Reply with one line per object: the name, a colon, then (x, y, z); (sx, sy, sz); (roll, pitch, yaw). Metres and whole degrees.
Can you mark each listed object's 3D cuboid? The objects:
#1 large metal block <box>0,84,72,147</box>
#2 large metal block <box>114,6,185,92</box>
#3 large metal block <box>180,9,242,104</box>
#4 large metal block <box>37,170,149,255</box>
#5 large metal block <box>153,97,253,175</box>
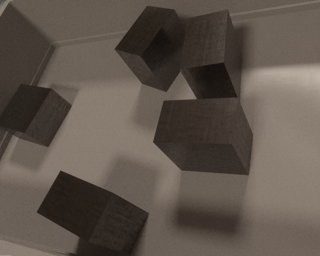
large metal block: (-0.207, -0.022, 0.509); (0.080, 0.050, 0.080); (11, 67, 32)
large metal block: (-0.004, -0.111, 0.440); (0.050, 0.080, 0.080); (24, 75, 36)
large metal block: (0.067, -0.084, 0.386); (0.050, 0.080, 0.080); (-4, 60, 26)
large metal block: (-0.073, 0.095, 0.348); (0.080, 0.080, 0.050); (14, 69, 33)
large metal block: (0.051, 0.011, 0.336); (0.080, 0.080, 0.050); (0, 62, 28)
